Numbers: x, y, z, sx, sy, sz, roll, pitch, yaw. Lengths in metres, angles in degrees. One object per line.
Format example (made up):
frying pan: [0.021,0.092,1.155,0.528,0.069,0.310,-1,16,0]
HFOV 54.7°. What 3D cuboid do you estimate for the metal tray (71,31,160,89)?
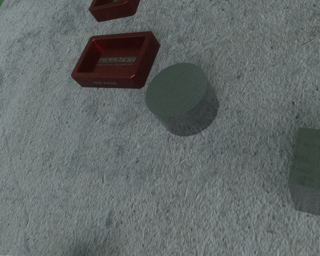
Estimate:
metal tray: [-0.074,-0.111,0.507,0.130,0.030,0.090,6,64,30]

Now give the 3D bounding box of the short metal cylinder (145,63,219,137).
short metal cylinder: [0.029,-0.036,0.395,0.080,0.050,0.080,-13,56,21]

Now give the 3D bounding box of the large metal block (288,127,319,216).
large metal block: [0.158,0.044,0.259,0.080,0.080,0.050,7,66,31]

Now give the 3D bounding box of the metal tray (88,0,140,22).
metal tray: [-0.077,-0.272,0.607,0.090,0.030,0.130,1,62,28]
